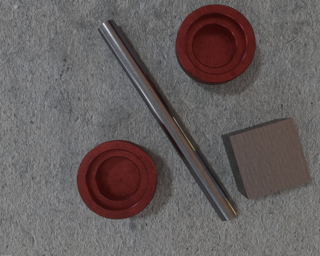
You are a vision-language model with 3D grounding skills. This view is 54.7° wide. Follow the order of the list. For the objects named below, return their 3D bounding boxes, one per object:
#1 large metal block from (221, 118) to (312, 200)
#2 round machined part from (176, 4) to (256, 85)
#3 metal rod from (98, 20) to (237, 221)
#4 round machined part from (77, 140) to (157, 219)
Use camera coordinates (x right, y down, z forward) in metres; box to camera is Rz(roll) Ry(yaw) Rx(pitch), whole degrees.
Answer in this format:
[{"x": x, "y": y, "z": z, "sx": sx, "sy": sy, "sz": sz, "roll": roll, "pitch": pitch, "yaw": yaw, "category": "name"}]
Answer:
[{"x": 0.134, "y": 0.037, "z": 0.399, "sx": 0.080, "sy": 0.050, "sz": 0.080, "roll": -17, "pitch": 90, "yaw": 0, "category": "large metal block"}, {"x": 0.069, "y": -0.104, "z": 0.402, "sx": 0.099, "sy": 0.042, "sz": 0.097, "roll": 0, "pitch": 90, "yaw": 0, "category": "round machined part"}, {"x": 0.010, "y": -0.010, "z": 0.410, "sx": 0.025, "sy": 0.025, "sz": 0.299, "roll": -33, "pitch": 90, "yaw": 0, "category": "metal rod"}, {"x": -0.053, "y": 0.064, "z": 0.401, "sx": 0.099, "sy": 0.042, "sz": 0.097, "roll": 0, "pitch": 90, "yaw": 0, "category": "round machined part"}]
